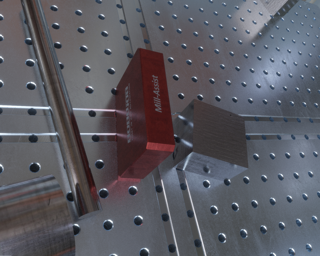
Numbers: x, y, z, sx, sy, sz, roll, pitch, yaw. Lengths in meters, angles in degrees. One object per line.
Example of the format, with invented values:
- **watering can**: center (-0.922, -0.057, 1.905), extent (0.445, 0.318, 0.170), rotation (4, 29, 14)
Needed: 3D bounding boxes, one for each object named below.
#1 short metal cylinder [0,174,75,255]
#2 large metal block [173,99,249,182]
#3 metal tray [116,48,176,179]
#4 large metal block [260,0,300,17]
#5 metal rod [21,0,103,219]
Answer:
- **short metal cylinder**: center (-0.111, 0.084, 0.262), extent (0.050, 0.080, 0.080), rotation (-11, 68, -33)
- **large metal block**: center (0.068, 0.018, 0.417), extent (0.081, 0.050, 0.080), rotation (18, 55, -18)
- **metal tray**: center (-0.022, -0.016, 0.363), extent (0.030, 0.090, 0.130), rotation (8, 58, -24)
- **large metal block**: center (0.280, -0.318, 0.717), extent (0.050, 0.080, 0.080), rotation (-19, 72, -35)
- **metal rod**: center (-0.123, -0.042, 0.367), extent (0.025, 0.025, 0.299), rotation (-9, 66, -32)
